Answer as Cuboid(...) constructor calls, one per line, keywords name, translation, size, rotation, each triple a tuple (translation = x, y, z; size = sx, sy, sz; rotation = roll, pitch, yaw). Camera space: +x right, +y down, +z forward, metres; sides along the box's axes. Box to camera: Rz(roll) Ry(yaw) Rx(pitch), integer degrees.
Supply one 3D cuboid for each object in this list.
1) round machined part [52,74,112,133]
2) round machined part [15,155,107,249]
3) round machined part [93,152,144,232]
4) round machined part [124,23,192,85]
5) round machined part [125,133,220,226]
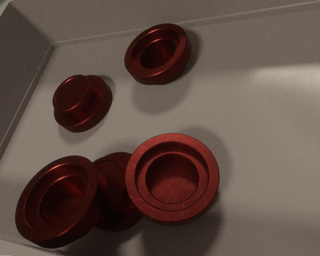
Cuboid(name="round machined part", translation=(-0.128, -0.045, 0.488), size=(0.098, 0.042, 0.098), rotation=(-13, 56, 20))
Cuboid(name="round machined part", translation=(-0.101, 0.082, 0.335), size=(0.098, 0.042, 0.098), rotation=(-14, 46, 16))
Cuboid(name="round machined part", translation=(-0.060, 0.073, 0.380), size=(0.098, 0.042, 0.098), rotation=(-13, 56, 20))
Cuboid(name="round machined part", translation=(0.001, -0.103, 0.456), size=(0.098, 0.042, 0.098), rotation=(-13, 56, 20))
Cuboid(name="round machined part", translation=(0.014, 0.058, 0.339), size=(0.099, 0.042, 0.098), rotation=(-2, 60, 4))
